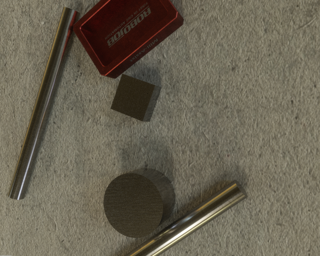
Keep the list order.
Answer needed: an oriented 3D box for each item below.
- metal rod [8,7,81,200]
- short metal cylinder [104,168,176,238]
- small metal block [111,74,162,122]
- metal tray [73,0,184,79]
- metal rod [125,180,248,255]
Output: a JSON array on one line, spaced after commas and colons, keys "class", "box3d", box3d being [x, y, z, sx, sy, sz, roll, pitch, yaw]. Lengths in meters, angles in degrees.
[{"class": "metal rod", "box3d": [-0.178, -0.033, 0.471, 0.025, 0.025, 0.298, 22, 97, 18]}, {"class": "short metal cylinder", "box3d": [-0.026, 0.095, 0.405, 0.080, 0.050, 0.079, 0, 90, 20]}, {"class": "small metal block", "box3d": [-0.032, -0.041, 0.420, 0.050, 0.025, 0.050, 22, 97, 18]}, {"class": "metal tray", "box3d": [-0.045, -0.141, 0.422, 0.130, 0.030, 0.090, -35, 79, 16]}, {"class": "metal rod", "box3d": [-0.014, 0.163, 0.413, 0.300, 0.025, 0.025, -39, 78, 15]}]
